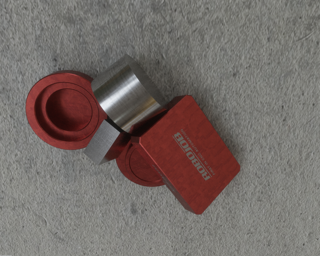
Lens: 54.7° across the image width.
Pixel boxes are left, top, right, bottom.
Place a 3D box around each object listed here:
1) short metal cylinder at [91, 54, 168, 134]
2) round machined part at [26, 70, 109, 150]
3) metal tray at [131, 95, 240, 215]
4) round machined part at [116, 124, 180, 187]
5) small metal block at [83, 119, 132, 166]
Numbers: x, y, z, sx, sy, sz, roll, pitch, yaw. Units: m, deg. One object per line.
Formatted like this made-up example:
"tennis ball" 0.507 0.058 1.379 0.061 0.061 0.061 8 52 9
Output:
"short metal cylinder" -0.035 -0.040 0.367 0.050 0.080 0.080 -36 107 12
"round machined part" -0.112 -0.025 0.391 0.099 0.042 0.097 0 110 -1
"metal tray" 0.036 0.034 0.398 0.090 0.030 0.130 -43 108 -19
"round machined part" -0.011 0.037 0.415 0.099 0.042 0.097 0 110 -1
"small metal block" -0.060 0.015 0.383 0.025 0.050 0.050 39 107 12
